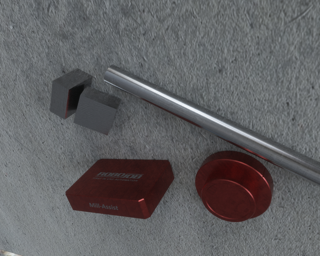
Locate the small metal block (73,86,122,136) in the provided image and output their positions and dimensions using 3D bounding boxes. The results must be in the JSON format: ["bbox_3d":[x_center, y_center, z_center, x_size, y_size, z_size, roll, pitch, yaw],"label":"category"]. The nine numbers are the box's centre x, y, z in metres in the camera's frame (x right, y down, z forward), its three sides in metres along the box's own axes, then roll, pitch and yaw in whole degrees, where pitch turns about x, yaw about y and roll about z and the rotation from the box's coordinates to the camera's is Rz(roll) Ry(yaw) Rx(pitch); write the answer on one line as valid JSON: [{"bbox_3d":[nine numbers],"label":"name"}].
[{"bbox_3d":[-0.087,-0.023,0.428,0.050,0.025,0.050,22,128,-6],"label":"small metal block"}]

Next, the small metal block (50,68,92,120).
[{"bbox_3d":[-0.121,-0.047,0.423,0.025,0.050,0.050,29,128,10],"label":"small metal block"}]

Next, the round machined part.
[{"bbox_3d":[0.092,0.081,0.397,0.098,0.042,0.097,13,124,20],"label":"round machined part"}]

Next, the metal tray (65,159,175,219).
[{"bbox_3d":[-0.056,0.082,0.443,0.130,0.090,0.030,-2,117,29],"label":"metal tray"}]

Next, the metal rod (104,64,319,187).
[{"bbox_3d":[0.068,-0.003,0.368,0.301,0.025,0.025,27,128,11],"label":"metal rod"}]
